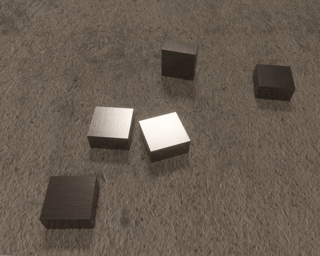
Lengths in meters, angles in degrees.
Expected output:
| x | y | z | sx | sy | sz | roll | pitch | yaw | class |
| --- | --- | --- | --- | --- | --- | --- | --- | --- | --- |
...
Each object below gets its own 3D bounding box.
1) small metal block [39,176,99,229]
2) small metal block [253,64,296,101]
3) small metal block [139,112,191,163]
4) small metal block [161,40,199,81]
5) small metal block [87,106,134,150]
| x | y | z | sx | sy | sz | roll | pitch | yaw | class |
| --- | --- | --- | --- | --- | --- | --- | --- | --- | --- |
| -0.095 | 0.080 | 0.335 | 0.050 | 0.025 | 0.050 | 0 | 50 | -1 | small metal block |
| 0.169 | -0.068 | 0.463 | 0.050 | 0.025 | 0.050 | 5 | 50 | 4 | small metal block |
| 0.005 | 0.011 | 0.394 | 0.050 | 0.025 | 0.050 | -14 | 52 | -12 | small metal block |
| 0.030 | -0.103 | 0.474 | 0.050 | 0.050 | 0.025 | 11 | 51 | 9 | small metal block |
| -0.062 | 0.000 | 0.402 | 0.050 | 0.025 | 0.050 | 4 | 50 | 2 | small metal block |
